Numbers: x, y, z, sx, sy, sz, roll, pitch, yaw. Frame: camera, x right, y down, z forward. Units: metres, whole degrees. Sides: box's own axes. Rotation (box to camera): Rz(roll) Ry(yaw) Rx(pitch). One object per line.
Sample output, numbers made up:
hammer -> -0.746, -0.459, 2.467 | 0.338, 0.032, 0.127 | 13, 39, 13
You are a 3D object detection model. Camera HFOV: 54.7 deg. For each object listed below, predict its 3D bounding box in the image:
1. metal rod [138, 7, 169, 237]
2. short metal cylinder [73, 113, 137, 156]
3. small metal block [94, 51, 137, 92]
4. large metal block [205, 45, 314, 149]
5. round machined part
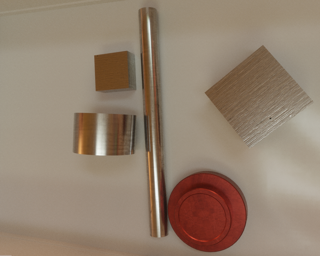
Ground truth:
metal rod -> -0.009, -0.008, 0.412 | 0.025, 0.025, 0.298 | -3, 89, 19
short metal cylinder -> -0.072, 0.007, 0.405 | 0.080, 0.080, 0.050 | 2, 91, 19
small metal block -> -0.062, -0.077, 0.431 | 0.050, 0.025, 0.050 | -3, 89, 19
large metal block -> 0.112, -0.033, 0.357 | 0.080, 0.050, 0.080 | -40, 78, 15
round machined part -> 0.056, 0.104, 0.381 | 0.098, 0.042, 0.097 | 0, 90, 19
